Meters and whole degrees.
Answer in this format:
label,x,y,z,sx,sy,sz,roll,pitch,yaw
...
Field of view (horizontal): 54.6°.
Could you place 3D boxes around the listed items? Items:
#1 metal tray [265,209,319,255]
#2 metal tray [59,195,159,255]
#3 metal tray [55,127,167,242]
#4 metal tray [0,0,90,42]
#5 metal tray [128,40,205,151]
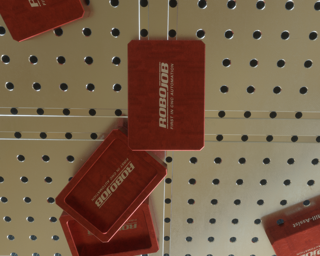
label,x,y,z,sx,sy,sz,roll,pitch,yaw
metal tray,0.242,0.175,0.477,0.130,0.030,0.090,-25,108,9
metal tray,-0.073,0.151,0.465,0.131,0.030,0.090,-10,110,3
metal tray,-0.063,0.075,0.416,0.090,0.030,0.130,40,95,-1
metal tray,-0.147,-0.174,0.346,0.090,0.030,0.129,-19,109,6
metal tray,0.008,-0.038,0.377,0.090,0.030,0.129,0,93,0
